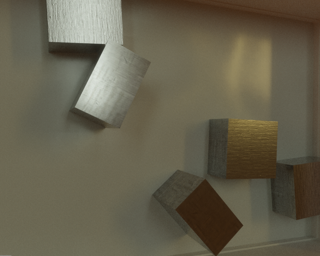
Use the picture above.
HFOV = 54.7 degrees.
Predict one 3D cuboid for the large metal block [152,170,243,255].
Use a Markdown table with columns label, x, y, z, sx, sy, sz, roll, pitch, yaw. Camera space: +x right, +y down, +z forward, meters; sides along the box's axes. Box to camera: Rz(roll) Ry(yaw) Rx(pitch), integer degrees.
| label | x | y | z | sx | sy | sz | roll | pitch | yaw |
| --- | --- | --- | --- | --- | --- | --- | --- | --- | --- |
| large metal block | 0.046 | 0.105 | 0.400 | 0.050 | 0.080 | 0.080 | -43 | 104 | -15 |

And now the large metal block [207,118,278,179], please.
| label | x | y | z | sx | sy | sz | roll | pitch | yaw |
| --- | --- | --- | --- | --- | --- | --- | --- | --- | --- |
| large metal block | 0.117 | 0.029 | 0.442 | 0.081 | 0.050 | 0.079 | 3 | 89 | -20 |

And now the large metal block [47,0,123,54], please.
| label | x | y | z | sx | sy | sz | roll | pitch | yaw |
| --- | --- | --- | --- | --- | --- | --- | --- | --- | --- |
| large metal block | -0.090 | -0.133 | 0.364 | 0.081 | 0.050 | 0.079 | -3 | 91 | -20 |

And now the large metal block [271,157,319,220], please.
| label | x | y | z | sx | sy | sz | roll | pitch | yaw |
| --- | --- | --- | --- | --- | --- | --- | --- | --- | --- |
| large metal block | 0.223 | 0.090 | 0.482 | 0.081 | 0.050 | 0.079 | -5 | 92 | -20 |

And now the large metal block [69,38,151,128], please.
| label | x | y | z | sx | sy | sz | roll | pitch | yaw |
| --- | --- | --- | --- | --- | --- | --- | --- | --- | --- |
| large metal block | -0.061 | -0.046 | 0.359 | 0.050 | 0.080 | 0.080 | 27 | 81 | -19 |
